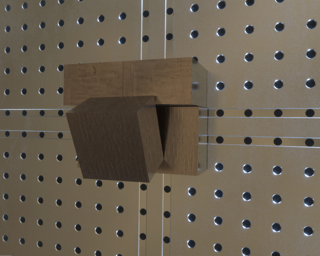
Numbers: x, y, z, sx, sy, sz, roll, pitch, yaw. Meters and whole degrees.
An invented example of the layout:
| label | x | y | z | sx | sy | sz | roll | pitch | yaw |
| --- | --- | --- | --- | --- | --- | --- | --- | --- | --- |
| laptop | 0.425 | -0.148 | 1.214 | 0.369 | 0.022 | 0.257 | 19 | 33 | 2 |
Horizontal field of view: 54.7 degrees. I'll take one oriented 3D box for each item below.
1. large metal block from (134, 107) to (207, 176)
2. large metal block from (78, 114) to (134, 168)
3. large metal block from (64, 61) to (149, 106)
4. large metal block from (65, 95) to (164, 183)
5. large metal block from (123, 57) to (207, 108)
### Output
| label | x | y | z | sx | sy | sz | roll | pitch | yaw |
| --- | --- | --- | --- | --- | --- | --- | --- | --- | --- |
| large metal block | 0.015 | 0.014 | 0.391 | 0.080 | 0.050 | 0.079 | 1 | 90 | 19 |
| large metal block | -0.062 | 0.013 | 0.418 | 0.080 | 0.050 | 0.079 | 1 | 90 | 19 |
| large metal block | -0.067 | -0.052 | 0.405 | 0.080 | 0.080 | 0.050 | 1 | 91 | 19 |
| large metal block | -0.047 | 0.011 | 0.344 | 0.080 | 0.050 | 0.079 | 0 | 114 | 19 |
| large metal block | 0.009 | -0.051 | 0.378 | 0.080 | 0.080 | 0.050 | 1 | 91 | 19 |
